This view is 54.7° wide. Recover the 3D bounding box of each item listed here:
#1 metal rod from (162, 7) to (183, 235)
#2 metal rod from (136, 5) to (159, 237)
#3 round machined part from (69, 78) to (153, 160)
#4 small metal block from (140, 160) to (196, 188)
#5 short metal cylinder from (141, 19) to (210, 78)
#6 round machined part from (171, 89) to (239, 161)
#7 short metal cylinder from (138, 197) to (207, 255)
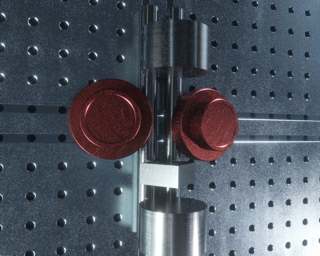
[{"bbox_3d":[0.017,-0.009,0.418,0.025,0.025,0.298,1,90,-20],"label":"metal rod"},{"bbox_3d":[-0.016,-0.008,0.406,0.025,0.025,0.298,1,90,-20],"label":"metal rod"},{"bbox_3d":[-0.058,-0.011,0.369,0.099,0.042,0.097,0,90,-6],"label":"round machined part"},{"bbox_3d":[0.010,0.055,0.378,0.050,0.050,0.025,2,89,-62],"label":"small metal block"},{"bbox_3d":[0.018,-0.090,0.366,0.081,0.080,0.050,1,90,-20],"label":"short metal cylinder"},{"bbox_3d":[0.067,-0.004,0.414,0.099,0.042,0.097,0,91,-35],"label":"round machined part"},{"bbox_3d":[0.015,0.115,0.366,0.081,0.080,0.050,1,90,-20],"label":"short metal cylinder"}]
